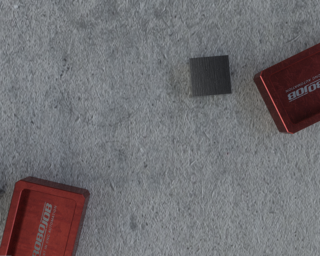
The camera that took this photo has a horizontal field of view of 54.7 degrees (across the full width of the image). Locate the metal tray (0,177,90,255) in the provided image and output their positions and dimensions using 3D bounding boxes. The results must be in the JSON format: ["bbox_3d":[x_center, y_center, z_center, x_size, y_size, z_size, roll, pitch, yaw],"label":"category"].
[{"bbox_3d":[-0.152,0.137,0.406,0.091,0.030,0.129,13,90,0],"label":"metal tray"}]

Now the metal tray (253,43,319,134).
[{"bbox_3d":[0.204,-0.059,0.408,0.131,0.030,0.090,-26,90,0],"label":"metal tray"}]

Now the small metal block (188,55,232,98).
[{"bbox_3d":[0.065,-0.067,0.410,0.050,0.025,0.050,-5,90,0],"label":"small metal block"}]

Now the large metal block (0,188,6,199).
[{"bbox_3d":[-0.266,0.096,0.395,0.080,0.050,0.080,36,90,0],"label":"large metal block"}]
